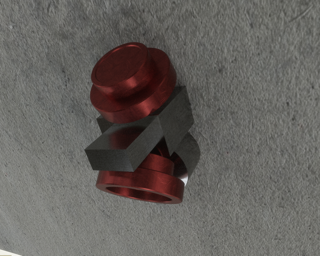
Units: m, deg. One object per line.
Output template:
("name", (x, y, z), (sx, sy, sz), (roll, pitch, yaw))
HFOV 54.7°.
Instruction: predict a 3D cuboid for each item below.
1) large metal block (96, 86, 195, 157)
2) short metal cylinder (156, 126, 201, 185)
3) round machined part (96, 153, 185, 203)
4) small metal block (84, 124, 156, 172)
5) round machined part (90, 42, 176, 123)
("large metal block", (-0.014, -0.009, 0.372), (0.080, 0.080, 0.050), (-2, 118, 29))
("short metal cylinder", (0.008, 0.040, 0.413), (0.080, 0.050, 0.079), (13, 124, 20))
("round machined part", (-0.020, 0.056, 0.356), (0.099, 0.042, 0.098), (9, 159, 4))
("small metal block", (-0.040, 0.020, 0.319), (0.050, 0.050, 0.025), (-2, 117, 29))
("round machined part", (-0.035, -0.056, 0.339), (0.098, 0.098, 0.042), (-2, 142, 29))
